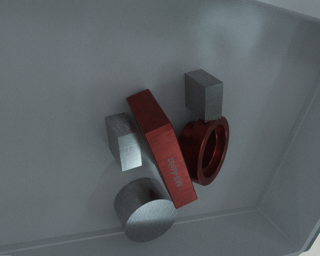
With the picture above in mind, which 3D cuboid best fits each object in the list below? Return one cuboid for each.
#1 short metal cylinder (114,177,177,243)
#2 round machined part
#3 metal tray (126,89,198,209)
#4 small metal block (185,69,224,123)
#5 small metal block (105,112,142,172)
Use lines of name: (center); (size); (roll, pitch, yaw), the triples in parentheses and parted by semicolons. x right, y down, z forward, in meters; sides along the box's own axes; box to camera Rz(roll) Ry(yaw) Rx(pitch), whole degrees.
short metal cylinder: (-0.022, 0.120, 0.457); (0.081, 0.050, 0.079); (-14, 125, -21)
round machined part: (0.057, 0.027, 0.429); (0.099, 0.042, 0.097); (-31, 128, -49)
metal tray: (0.003, 0.027, 0.384); (0.030, 0.090, 0.129); (-24, 128, -5)
small metal block: (0.056, -0.042, 0.399); (0.025, 0.050, 0.050); (-17, 125, -19)
small metal block: (-0.045, 0.016, 0.379); (0.025, 0.050, 0.050); (-16, 125, -20)
